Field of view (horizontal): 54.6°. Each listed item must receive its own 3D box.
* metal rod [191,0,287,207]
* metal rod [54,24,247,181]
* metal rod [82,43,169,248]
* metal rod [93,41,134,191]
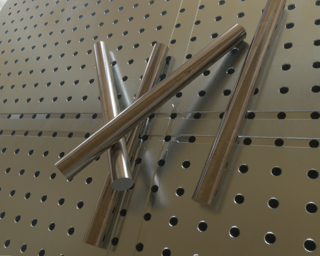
[{"bbox_3d":[0.104,-0.048,0.383,0.025,0.025,0.300,12,67,33],"label":"metal rod"},{"bbox_3d":[0.001,-0.043,0.391,0.301,0.025,0.025,-40,50,-17],"label":"metal rod"},{"bbox_3d":[-0.039,0.007,0.425,0.025,0.025,0.300,3,63,30],"label":"metal rod"},{"bbox_3d":[-0.074,-0.040,0.451,0.025,0.025,0.300,-28,45,11],"label":"metal rod"}]
